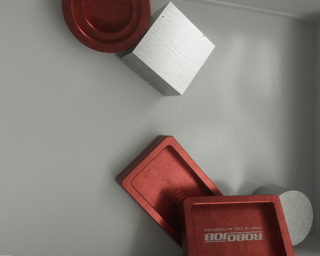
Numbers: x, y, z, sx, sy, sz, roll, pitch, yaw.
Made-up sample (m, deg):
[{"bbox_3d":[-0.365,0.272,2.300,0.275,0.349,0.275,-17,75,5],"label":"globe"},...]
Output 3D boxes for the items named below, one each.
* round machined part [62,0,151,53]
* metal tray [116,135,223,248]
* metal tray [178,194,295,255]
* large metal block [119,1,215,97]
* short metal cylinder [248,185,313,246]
[{"bbox_3d":[-0.060,-0.142,0.364,0.099,0.042,0.097,-2,121,-2],"label":"round machined part"},{"bbox_3d":[0.018,0.084,0.415,0.090,0.030,0.130,-44,104,-15],"label":"metal tray"},{"bbox_3d":[0.094,0.133,0.389,0.131,0.030,0.090,1,60,-10],"label":"metal tray"},{"bbox_3d":[0.010,-0.097,0.398,0.080,0.050,0.080,38,78,-21],"label":"large metal block"},{"bbox_3d":[0.180,0.129,0.466,0.081,0.050,0.079,0,90,-21],"label":"short metal cylinder"}]
